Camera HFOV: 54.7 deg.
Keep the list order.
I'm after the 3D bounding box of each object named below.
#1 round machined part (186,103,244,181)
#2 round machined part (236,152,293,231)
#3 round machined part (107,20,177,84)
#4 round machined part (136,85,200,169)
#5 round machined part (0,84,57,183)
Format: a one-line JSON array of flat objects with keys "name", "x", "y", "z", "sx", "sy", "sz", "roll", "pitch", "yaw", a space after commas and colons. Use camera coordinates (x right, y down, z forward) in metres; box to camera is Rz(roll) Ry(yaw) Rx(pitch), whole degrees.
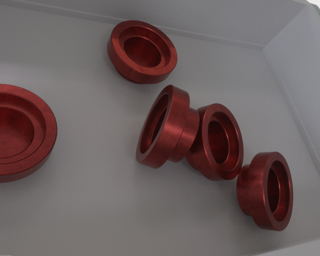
[{"name": "round machined part", "x": 0.066, "y": 0.020, "z": 0.402, "sx": 0.099, "sy": 0.042, "sz": 0.098, "roll": 18, "pitch": 66, "yaw": -45}, {"name": "round machined part", "x": 0.134, "y": 0.080, "z": 0.400, "sx": 0.099, "sy": 0.042, "sz": 0.098, "roll": 10, "pitch": 76, "yaw": -48}, {"name": "round machined part", "x": -0.028, "y": -0.102, "z": 0.442, "sx": 0.099, "sy": 0.042, "sz": 0.098, "roll": 14, "pitch": 56, "yaw": -21}, {"name": "round machined part", "x": 0.011, "y": 0.002, "z": 0.364, "sx": 0.042, "sy": 0.097, "sz": 0.098, "roll": 23, "pitch": 53, "yaw": -15}, {"name": "round machined part", "x": -0.156, "y": 0.008, "z": 0.306, "sx": 0.099, "sy": 0.042, "sz": 0.098, "roll": 14, "pitch": 56, "yaw": -21}]
